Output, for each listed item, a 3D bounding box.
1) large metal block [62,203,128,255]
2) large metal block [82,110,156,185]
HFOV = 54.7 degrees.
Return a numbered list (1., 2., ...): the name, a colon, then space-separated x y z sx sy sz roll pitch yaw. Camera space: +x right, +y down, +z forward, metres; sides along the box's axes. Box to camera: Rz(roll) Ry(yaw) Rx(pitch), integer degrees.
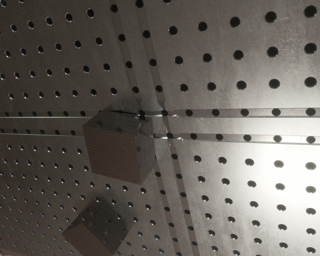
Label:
1. large metal block: -0.123 0.199 0.580 0.080 0.050 0.080 49 128 -7
2. large metal block: -0.055 0.026 0.438 0.080 0.050 0.079 10 123 22
